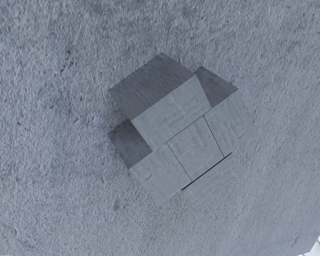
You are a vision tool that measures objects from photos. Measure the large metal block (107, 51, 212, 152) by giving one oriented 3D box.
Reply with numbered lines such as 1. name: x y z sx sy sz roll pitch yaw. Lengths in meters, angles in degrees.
1. large metal block: -0.003 -0.033 0.353 0.080 0.080 0.050 -36 130 -5

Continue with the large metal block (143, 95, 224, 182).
1. large metal block: 0.027 0.008 0.394 0.050 0.080 0.080 -37 130 -4

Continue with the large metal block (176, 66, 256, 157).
1. large metal block: 0.068 -0.022 0.399 0.050 0.080 0.080 -37 130 -4

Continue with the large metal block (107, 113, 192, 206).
1. large metal block: -0.014 0.037 0.390 0.050 0.080 0.080 -37 130 -4

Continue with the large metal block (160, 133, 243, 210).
1. large metal block: 0.054 0.052 0.437 0.080 0.080 0.050 -36 130 -5
